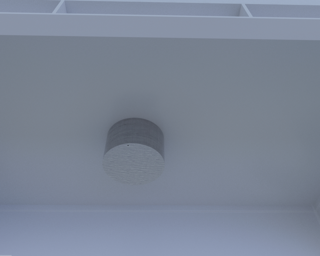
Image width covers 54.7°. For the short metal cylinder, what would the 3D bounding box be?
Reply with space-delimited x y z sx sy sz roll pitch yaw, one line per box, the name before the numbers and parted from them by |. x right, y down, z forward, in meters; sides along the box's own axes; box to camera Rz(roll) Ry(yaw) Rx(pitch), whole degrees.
short metal cylinder | -0.034 0.033 0.420 0.081 0.050 0.079 0 130 0
